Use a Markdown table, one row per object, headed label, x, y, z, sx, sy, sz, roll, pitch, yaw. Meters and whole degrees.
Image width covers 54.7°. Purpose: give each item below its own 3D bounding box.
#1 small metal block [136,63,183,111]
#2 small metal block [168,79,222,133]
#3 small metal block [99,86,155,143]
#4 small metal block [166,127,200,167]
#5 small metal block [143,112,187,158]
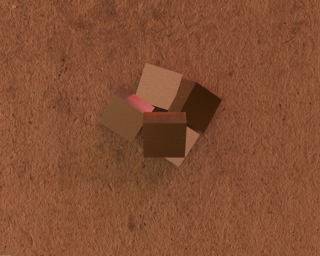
| label | x | y | z | sx | sy | sz | roll | pitch | yaw |
| --- | --- | --- | --- | --- | --- | --- | --- | --- | --- |
| small metal block | -0.002 | -0.053 | 0.411 | 0.050 | 0.025 | 0.050 | 17 | 90 | -1 |
| small metal block | 0.045 | -0.028 | 0.401 | 0.050 | 0.025 | 0.050 | 28 | 90 | -34 |
| small metal block | -0.043 | -0.017 | 0.399 | 0.050 | 0.025 | 0.050 | 33 | 126 | -2 |
| small metal block | 0.017 | 0.016 | 0.412 | 0.050 | 0.025 | 0.050 | 33 | 90 | -1 |
| small metal block | 0.005 | 0.008 | 0.375 | 0.050 | 0.025 | 0.050 | 0 | 123 | -1 |
